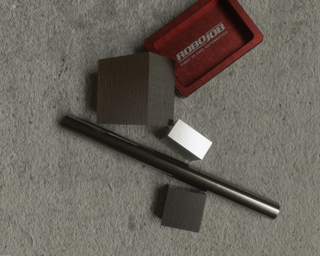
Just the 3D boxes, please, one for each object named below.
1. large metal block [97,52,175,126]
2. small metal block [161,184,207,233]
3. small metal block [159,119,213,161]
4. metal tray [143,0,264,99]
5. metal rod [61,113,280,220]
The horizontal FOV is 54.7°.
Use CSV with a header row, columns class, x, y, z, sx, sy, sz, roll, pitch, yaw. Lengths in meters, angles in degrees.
class,x,y,z,sx,sy,sz,roll,pitch,yaw
large metal block,-0.030,-0.043,0.378,0.080,0.050,0.079,2,90,36
small metal block,0.031,0.106,0.411,0.050,0.025,0.050,12,90,-1
small metal block,0.031,0.017,0.394,0.050,0.050,0.025,35,76,-5
metal tray,0.055,-0.111,0.408,0.130,0.030,0.090,-37,90,-1
metal rod,0.014,0.051,0.410,0.301,0.025,0.025,23,90,-1
